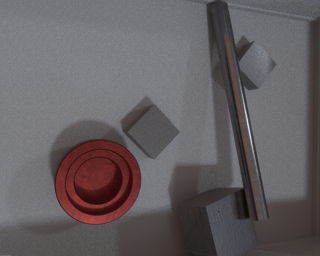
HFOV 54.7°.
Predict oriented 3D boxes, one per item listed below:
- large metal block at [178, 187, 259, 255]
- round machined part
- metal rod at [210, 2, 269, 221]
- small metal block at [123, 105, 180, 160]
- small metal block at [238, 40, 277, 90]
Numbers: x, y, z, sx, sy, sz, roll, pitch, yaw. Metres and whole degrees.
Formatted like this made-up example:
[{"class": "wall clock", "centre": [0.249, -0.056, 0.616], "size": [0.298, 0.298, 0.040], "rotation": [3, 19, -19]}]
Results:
[{"class": "large metal block", "centre": [0.078, 0.129, 0.411], "size": [0.081, 0.050, 0.080], "rotation": [-12, 88, -40]}, {"class": "round machined part", "centre": [-0.076, 0.062, 0.374], "size": [0.099, 0.042, 0.097], "rotation": [0, 90, -21]}, {"class": "metal rod", "centre": [0.107, -0.028, 0.423], "size": [0.025, 0.025, 0.298], "rotation": [-6, 82, -20]}, {"class": "small metal block", "centre": [-0.011, 0.005, 0.407], "size": [0.050, 0.025, 0.050], "rotation": [-47, 105, -14]}, {"class": "small metal block", "centre": [0.137, -0.093, 0.463], "size": [0.050, 0.025, 0.050], "rotation": [42, 77, -16]}]
